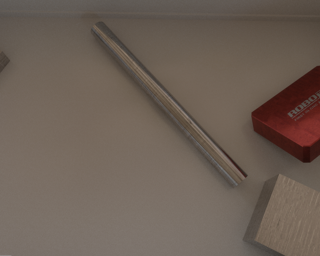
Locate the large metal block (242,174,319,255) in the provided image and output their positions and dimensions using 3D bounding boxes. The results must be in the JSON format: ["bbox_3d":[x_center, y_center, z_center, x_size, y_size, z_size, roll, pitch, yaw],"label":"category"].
[{"bbox_3d":[0.154,0.111,0.358,0.080,0.050,0.080,25,72,8],"label":"large metal block"}]

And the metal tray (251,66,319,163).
[{"bbox_3d":[0.196,-0.023,0.394,0.131,0.030,0.090,-34,41,-12],"label":"metal tray"}]

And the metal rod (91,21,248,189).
[{"bbox_3d":[0.004,-0.041,0.424,0.025,0.025,0.300,-38,75,-13],"label":"metal rod"}]

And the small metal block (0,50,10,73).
[{"bbox_3d":[-0.255,-0.094,0.441,0.050,0.025,0.050,26,72,9],"label":"small metal block"}]
